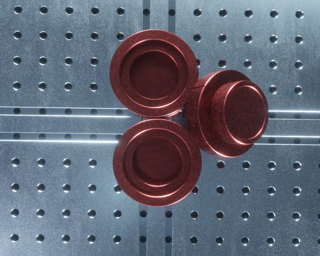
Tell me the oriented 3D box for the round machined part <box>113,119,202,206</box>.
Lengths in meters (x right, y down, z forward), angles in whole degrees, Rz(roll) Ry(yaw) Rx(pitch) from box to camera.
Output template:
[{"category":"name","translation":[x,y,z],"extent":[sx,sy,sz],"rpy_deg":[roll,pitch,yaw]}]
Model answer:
[{"category":"round machined part","translation":[-0.003,0.038,0.362],"extent":[0.099,0.042,0.097],"rpy_deg":[0,90,0]}]

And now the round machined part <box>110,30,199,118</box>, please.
[{"category":"round machined part","translation":[-0.006,-0.060,0.362],"extent":[0.099,0.042,0.097],"rpy_deg":[0,90,0]}]

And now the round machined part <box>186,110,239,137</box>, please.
[{"category":"round machined part","translation":[0.085,-0.017,0.406],"extent":[0.099,0.042,0.097],"rpy_deg":[0,90,0]}]

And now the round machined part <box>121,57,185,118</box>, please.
[{"category":"round machined part","translation":[-0.005,-0.061,0.406],"extent":[0.099,0.042,0.097],"rpy_deg":[0,90,0]}]

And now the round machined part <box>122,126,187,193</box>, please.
[{"category":"round machined part","translation":[-0.004,0.038,0.405],"extent":[0.099,0.042,0.097],"rpy_deg":[0,90,0]}]

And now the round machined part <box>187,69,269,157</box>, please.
[{"category":"round machined part","translation":[0.081,-0.016,0.342],"extent":[0.099,0.042,0.097],"rpy_deg":[0,89,-32]}]
